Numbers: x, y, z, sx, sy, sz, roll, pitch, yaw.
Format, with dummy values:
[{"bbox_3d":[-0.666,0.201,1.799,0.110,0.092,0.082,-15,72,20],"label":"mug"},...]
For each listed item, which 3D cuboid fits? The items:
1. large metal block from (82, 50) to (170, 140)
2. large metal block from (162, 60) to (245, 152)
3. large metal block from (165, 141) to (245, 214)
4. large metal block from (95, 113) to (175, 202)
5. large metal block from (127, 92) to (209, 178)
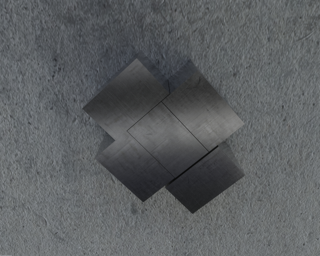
[{"bbox_3d":[-0.037,-0.042,0.366,0.080,0.080,0.050,-40,106,13],"label":"large metal block"},{"bbox_3d":[0.047,-0.030,0.372,0.050,0.080,0.080,-40,106,13],"label":"large metal block"},{"bbox_3d":[0.053,0.049,0.401,0.080,0.080,0.050,-40,106,13],"label":"large metal block"},{"bbox_3d":[-0.029,0.033,0.394,0.050,0.080,0.080,-40,106,13],"label":"large metal block"},{"bbox_3d":[0.009,0.001,0.383,0.050,0.080,0.080,-40,106,13],"label":"large metal block"}]
